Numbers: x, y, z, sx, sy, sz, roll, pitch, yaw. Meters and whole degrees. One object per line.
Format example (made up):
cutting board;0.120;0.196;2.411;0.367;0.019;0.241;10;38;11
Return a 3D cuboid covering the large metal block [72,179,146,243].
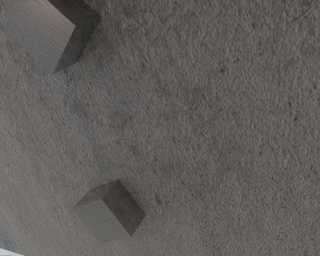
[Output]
large metal block;-0.086;0.142;0.524;0.080;0.050;0.080;-25;105;37

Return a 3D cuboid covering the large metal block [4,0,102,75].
large metal block;-0.133;-0.128;0.382;0.080;0.050;0.080;42;129;-1
